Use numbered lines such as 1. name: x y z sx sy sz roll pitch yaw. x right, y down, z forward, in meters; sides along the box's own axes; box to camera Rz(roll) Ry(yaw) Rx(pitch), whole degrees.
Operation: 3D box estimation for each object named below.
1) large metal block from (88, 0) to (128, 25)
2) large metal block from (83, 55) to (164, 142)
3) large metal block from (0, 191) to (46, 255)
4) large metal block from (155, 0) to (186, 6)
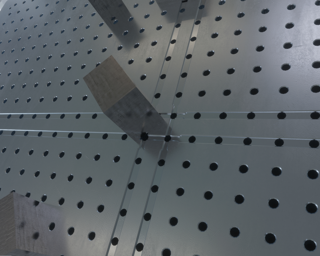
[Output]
1. large metal block: -0.115 -0.260 0.594 0.050 0.080 0.080 -35 51 5
2. large metal block: -0.049 -0.040 0.424 0.050 0.080 0.080 -39 51 2
3. large metal block: -0.205 0.145 0.413 0.080 0.050 0.080 -32 52 8
4. large metal block: 0.031 -0.269 0.542 0.080 0.050 0.080 -1 61 28
